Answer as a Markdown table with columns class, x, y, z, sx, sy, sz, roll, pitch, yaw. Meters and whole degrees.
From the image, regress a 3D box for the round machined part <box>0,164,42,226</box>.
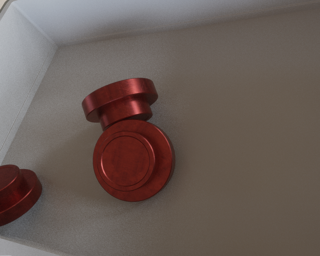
| class | x | y | z | sx | sy | sz | roll | pitch | yaw |
| --- | --- | --- | --- | --- | --- | --- | --- | --- | --- |
| round machined part | -0.221 | 0.088 | 0.431 | 0.098 | 0.042 | 0.098 | -11 | 30 | 7 |

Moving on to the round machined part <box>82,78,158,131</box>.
| class | x | y | z | sx | sy | sz | roll | pitch | yaw |
| --- | --- | --- | --- | --- | --- | --- | --- | --- | --- |
| round machined part | -0.048 | -0.025 | 0.407 | 0.098 | 0.098 | 0.042 | -22 | 80 | 15 |

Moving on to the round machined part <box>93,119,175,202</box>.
| class | x | y | z | sx | sy | sz | roll | pitch | yaw |
| --- | --- | --- | --- | --- | --- | --- | --- | --- | --- |
| round machined part | -0.034 | 0.038 | 0.363 | 0.098 | 0.042 | 0.097 | -1 | 86 | 13 |
